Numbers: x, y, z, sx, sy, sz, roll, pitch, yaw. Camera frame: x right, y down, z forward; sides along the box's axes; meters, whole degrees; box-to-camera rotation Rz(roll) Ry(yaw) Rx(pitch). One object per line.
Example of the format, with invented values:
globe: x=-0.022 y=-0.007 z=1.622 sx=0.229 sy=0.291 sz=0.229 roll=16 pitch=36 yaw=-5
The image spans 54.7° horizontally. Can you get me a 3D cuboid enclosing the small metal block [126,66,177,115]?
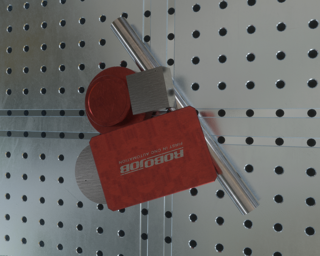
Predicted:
small metal block: x=-0.010 y=-0.046 z=0.387 sx=0.050 sy=0.025 sz=0.050 roll=-11 pitch=89 yaw=24

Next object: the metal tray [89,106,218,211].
metal tray: x=-0.008 y=0.036 z=0.368 sx=0.131 sy=0.030 sz=0.090 roll=-18 pitch=84 yaw=6

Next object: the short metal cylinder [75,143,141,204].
short metal cylinder: x=-0.066 y=0.057 z=0.418 sx=0.080 sy=0.050 sz=0.079 roll=0 pitch=90 yaw=20

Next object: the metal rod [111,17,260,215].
metal rod: x=0.026 y=-0.024 z=0.400 sx=0.025 sy=0.025 sz=0.299 roll=-38 pitch=78 yaw=16

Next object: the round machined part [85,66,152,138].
round machined part: x=-0.061 y=-0.035 z=0.420 sx=0.098 sy=0.042 sz=0.097 roll=0 pitch=90 yaw=21
